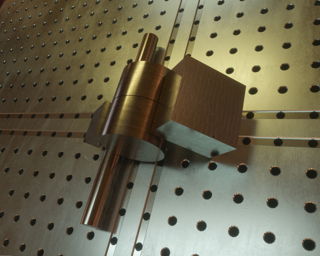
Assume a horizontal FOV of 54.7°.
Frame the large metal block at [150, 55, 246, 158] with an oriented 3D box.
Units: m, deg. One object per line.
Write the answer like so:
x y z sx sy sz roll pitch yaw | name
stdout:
0.044 -0.021 0.349 0.050 0.080 0.080 -32 39 59 | large metal block

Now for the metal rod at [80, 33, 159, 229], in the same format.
-0.049 -0.013 0.436 0.025 0.025 0.300 1 62 28 | metal rod

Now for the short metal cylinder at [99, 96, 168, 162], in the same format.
-0.028 0.003 0.380 0.080 0.080 0.050 1 62 28 | short metal cylinder

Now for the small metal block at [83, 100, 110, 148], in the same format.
-0.080 -0.004 0.434 0.050 0.025 0.050 -29 41 56 | small metal block

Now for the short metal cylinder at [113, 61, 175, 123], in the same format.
-0.016 -0.042 0.402 0.080 0.080 0.050 1 62 28 | short metal cylinder
